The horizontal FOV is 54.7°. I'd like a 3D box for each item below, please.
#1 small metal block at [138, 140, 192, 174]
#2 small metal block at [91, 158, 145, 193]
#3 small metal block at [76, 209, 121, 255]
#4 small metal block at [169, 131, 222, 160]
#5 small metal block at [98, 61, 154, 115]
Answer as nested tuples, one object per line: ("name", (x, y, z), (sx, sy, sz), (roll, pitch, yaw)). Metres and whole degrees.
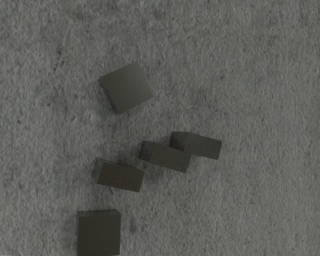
("small metal block", (0.005, 0.036, 0.399), (0.050, 0.050, 0.025), (19, 84, -19))
("small metal block", (-0.053, 0.057, 0.377), (0.050, 0.050, 0.025), (17, 85, -20))
("small metal block", (-0.076, 0.130, 0.382), (0.050, 0.025, 0.050), (2, 89, -21))
("small metal block", (0.046, 0.023, 0.414), (0.050, 0.050, 0.025), (15, 85, -20))
("small metal block", (-0.043, -0.050, 0.394), (0.050, 0.025, 0.050), (-29, 100, -18))
